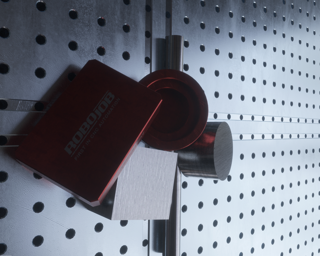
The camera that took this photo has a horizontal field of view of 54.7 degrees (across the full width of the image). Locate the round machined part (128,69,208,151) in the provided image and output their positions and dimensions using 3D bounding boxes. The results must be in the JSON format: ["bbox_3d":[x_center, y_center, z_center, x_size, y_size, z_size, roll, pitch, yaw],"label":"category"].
[{"bbox_3d":[0.007,-0.021,0.387,0.099,0.042,0.097,0,89,-15],"label":"round machined part"}]

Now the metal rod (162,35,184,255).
[{"bbox_3d":[0.018,0.025,0.425,0.025,0.025,0.298,2,89,-40],"label":"metal rod"}]

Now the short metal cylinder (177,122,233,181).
[{"bbox_3d":[0.065,0.031,0.430,0.080,0.050,0.079,-1,91,-60],"label":"short metal cylinder"}]

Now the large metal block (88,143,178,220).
[{"bbox_3d":[-0.030,0.063,0.368,0.081,0.050,0.080,13,82,-39],"label":"large metal block"}]

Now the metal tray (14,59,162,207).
[{"bbox_3d":[-0.067,0.001,0.317,0.090,0.030,0.130,29,67,5],"label":"metal tray"}]
